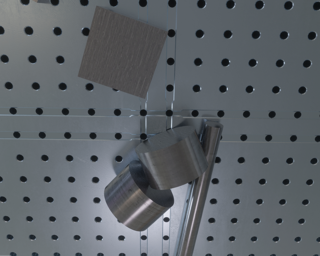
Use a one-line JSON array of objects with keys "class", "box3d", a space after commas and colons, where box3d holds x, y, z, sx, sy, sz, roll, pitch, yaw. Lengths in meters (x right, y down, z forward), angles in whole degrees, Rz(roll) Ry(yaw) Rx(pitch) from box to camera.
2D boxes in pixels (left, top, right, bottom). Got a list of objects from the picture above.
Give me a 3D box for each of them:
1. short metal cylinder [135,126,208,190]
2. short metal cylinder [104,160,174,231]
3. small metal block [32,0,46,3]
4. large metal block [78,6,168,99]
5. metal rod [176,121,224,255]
[{"class": "short metal cylinder", "box3d": [0.015, 0.036, 0.395, 0.080, 0.080, 0.050, -20, 102, 7]}, {"class": "short metal cylinder", "box3d": [-0.027, 0.090, 0.417, 0.080, 0.080, 0.050, 41, 105, -14]}, {"class": "small metal block", "box3d": [-0.148, -0.176, 0.347, 0.050, 0.025, 0.050, 27, 108, -10]}, {"class": "large metal block", "box3d": [-0.042, -0.090, 0.367, 0.080, 0.050, 0.079, 18, 109, -7]}, {"class": "metal rod", "box3d": [0.049, 0.133, 0.462, 0.025, 0.025, 0.298, 8, 110, -3]}]
